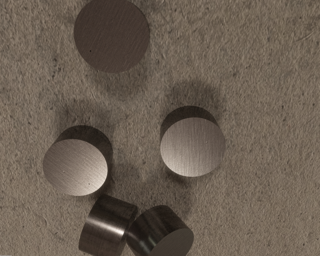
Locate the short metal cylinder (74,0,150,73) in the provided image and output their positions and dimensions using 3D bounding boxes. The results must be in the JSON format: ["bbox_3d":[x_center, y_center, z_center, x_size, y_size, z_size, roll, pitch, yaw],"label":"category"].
[{"bbox_3d":[-0.052,-0.107,0.356,0.081,0.050,0.079,0,110,-1],"label":"short metal cylinder"}]

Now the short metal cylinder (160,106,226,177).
[{"bbox_3d":[0.041,0.016,0.403,0.081,0.050,0.079,0,110,-1],"label":"short metal cylinder"}]

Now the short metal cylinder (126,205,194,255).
[{"bbox_3d":[0.000,0.156,0.434,0.081,0.050,0.079,-20,127,-28],"label":"short metal cylinder"}]

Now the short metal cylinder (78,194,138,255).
[{"bbox_3d":[-0.069,0.137,0.425,0.050,0.080,0.079,19,109,7],"label":"short metal cylinder"}]

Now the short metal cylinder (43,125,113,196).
[{"bbox_3d":[-0.106,0.042,0.410,0.081,0.050,0.079,0,110,-1],"label":"short metal cylinder"}]
